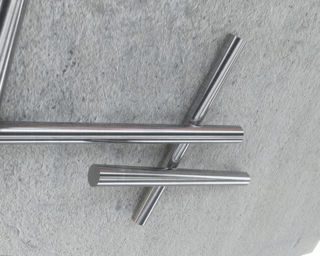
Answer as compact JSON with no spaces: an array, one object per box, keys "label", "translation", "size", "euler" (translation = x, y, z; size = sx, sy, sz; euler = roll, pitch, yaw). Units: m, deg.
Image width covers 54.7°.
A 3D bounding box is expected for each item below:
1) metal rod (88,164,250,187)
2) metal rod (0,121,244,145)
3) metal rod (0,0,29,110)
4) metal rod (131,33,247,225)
[{"label":"metal rod","translation":[0.037,0.070,0.440],"size":[0.302,0.025,0.025],"euler":[10,114,-43]},{"label":"metal rod","translation":[-0.033,0.007,0.372],"size":[0.302,0.025,0.025],"euler":[1,118,-22]},{"label":"metal rod","translation":[-0.146,-0.055,0.275],"size":[0.025,0.025,0.298],"euler":[12,107,-34]},{"label":"metal rod","translation":[0.033,0.014,0.432],"size":[0.025,0.025,0.298],"euler":[15,111,-35]}]
